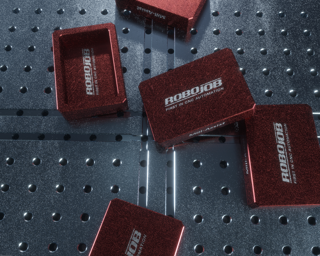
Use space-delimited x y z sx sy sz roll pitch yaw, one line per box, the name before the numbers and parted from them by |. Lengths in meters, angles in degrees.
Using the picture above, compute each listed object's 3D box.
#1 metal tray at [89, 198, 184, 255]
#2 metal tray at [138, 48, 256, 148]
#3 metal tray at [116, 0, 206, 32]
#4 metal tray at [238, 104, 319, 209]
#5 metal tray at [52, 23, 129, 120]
metal tray | -0.035 0.157 0.352 0.090 0.030 0.130 18 71 6
metal tray | 0.046 -0.039 0.406 0.130 0.030 0.090 -21 71 9
metal tray | 0.005 -0.215 0.488 0.130 0.030 0.090 22 71 8
metal tray | 0.154 0.035 0.397 0.090 0.030 0.130 -1 70 -1
metal tray | -0.099 -0.082 0.438 0.091 0.030 0.130 -9 70 -4
